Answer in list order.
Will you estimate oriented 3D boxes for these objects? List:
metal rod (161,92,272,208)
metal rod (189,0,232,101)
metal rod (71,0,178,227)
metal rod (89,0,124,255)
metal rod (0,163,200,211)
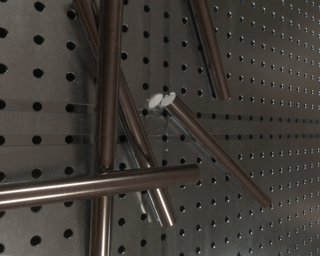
[{"bbox_3d":[0.104,0.049,0.498,0.300,0.025,0.025,44,64,-32],"label":"metal rod"},{"bbox_3d":[0.057,-0.185,0.459,0.025,0.025,0.298,-30,109,-36],"label":"metal rod"},{"bbox_3d":[-0.036,-0.008,0.380,0.025,0.025,0.298,-32,110,-36],"label":"metal rod"},{"bbox_3d":[-0.060,0.011,0.340,0.025,0.025,0.298,-1,97,-40],"label":"metal rod"},{"bbox_3d":[-0.090,0.059,0.299,0.303,0.025,0.025,-2,92,-30],"label":"metal rod"}]
